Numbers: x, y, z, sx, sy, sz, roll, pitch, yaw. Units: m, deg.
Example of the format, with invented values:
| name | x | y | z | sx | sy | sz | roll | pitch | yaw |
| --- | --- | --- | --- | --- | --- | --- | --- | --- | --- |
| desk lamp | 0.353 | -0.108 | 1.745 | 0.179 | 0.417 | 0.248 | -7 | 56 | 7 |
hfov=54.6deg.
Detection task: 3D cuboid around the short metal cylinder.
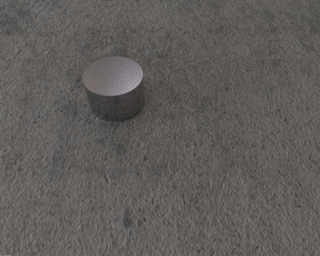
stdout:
| name | x | y | z | sx | sy | sz | roll | pitch | yaw |
| --- | --- | --- | --- | --- | --- | --- | --- | --- | --- |
| short metal cylinder | -0.063 | -0.055 | 0.433 | 0.080 | 0.050 | 0.080 | 0 | 50 | 0 |
